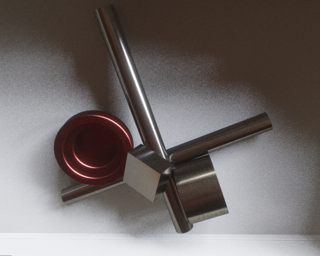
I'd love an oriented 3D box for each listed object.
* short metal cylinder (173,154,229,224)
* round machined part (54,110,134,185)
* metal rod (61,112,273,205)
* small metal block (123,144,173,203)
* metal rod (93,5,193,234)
[{"bbox_3d":[0.054,0.081,0.411,0.050,0.080,0.080,-19,109,6],"label":"short metal cylinder"},{"bbox_3d":[-0.084,0.023,0.408,0.099,0.042,0.097,0,110,-1],"label":"round machined part"},{"bbox_3d":[0.004,0.045,0.426,0.301,0.025,0.025,-21,109,7],"label":"metal rod"},{"bbox_3d":[-0.016,0.056,0.386,0.050,0.025,0.050,31,129,23],"label":"small metal block"},{"bbox_3d":[-0.016,-0.001,0.390,0.025,0.025,0.298,-18,102,6],"label":"metal rod"}]
